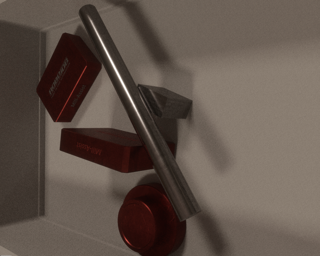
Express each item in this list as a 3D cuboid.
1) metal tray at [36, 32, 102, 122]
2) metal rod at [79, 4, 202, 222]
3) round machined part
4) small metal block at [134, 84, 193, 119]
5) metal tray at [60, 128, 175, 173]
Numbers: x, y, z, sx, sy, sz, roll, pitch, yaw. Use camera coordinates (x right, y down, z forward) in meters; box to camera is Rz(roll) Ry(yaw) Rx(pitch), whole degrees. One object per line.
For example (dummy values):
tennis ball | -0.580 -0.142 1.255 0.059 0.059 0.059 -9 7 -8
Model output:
metal tray | -0.160 -0.084 0.533 0.090 0.030 0.129 52 120 27
metal rod | -0.034 -0.034 0.367 0.025 0.025 0.299 -42 65 32
round machined part | -0.018 0.124 0.408 0.098 0.042 0.097 0 90 39
small metal block | 0.003 -0.033 0.386 0.050 0.050 0.025 29 108 36
metal tray | -0.058 0.025 0.409 0.130 0.091 0.030 12 98 39
